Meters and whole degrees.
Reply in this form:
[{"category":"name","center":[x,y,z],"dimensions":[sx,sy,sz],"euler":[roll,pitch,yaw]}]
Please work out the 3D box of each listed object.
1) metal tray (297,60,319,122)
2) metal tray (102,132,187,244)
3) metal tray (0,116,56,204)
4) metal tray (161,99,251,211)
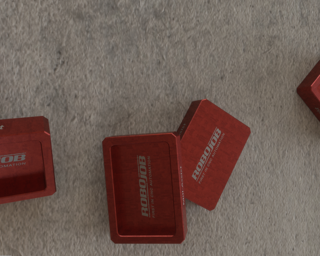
[{"category":"metal tray","center":[0.299,-0.049,0.519],"dimensions":[0.130,0.030,0.090],"euler":[46,76,-15]},{"category":"metal tray","center":[-0.018,0.072,0.378],"dimensions":[0.090,0.030,0.129],"euler":[-4,92,11]},{"category":"metal tray","center":[-0.179,0.038,0.316],"dimensions":[0.131,0.030,0.089],"euler":[-7,126,-20]},{"category":"metal tray","center":[0.060,0.036,0.430],"dimensions":[0.090,0.030,0.130],"euler":[31,80,-18]}]
